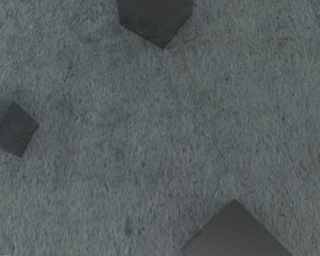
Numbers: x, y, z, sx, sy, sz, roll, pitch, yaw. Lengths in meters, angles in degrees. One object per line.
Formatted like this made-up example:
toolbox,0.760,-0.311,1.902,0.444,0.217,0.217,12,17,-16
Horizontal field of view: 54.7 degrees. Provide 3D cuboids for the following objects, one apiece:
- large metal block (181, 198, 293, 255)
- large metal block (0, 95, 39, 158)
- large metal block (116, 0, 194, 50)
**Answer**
large metal block,0.081,0.139,0.345,0.080,0.050,0.080,-41,76,-14
large metal block,-0.211,-0.009,0.380,0.080,0.080,0.050,19,71,6
large metal block,-0.005,-0.178,0.460,0.080,0.050,0.080,33,73,11
